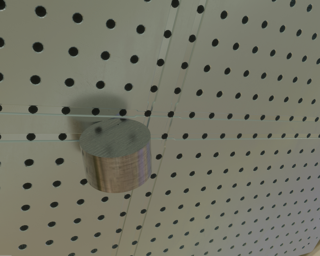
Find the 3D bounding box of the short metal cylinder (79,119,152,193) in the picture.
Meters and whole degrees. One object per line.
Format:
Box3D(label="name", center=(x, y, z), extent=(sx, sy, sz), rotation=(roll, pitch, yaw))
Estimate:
Box3D(label="short metal cylinder", center=(-0.050, 0.030, 0.366), extent=(0.081, 0.080, 0.050), rotation=(-14, 125, -20))
